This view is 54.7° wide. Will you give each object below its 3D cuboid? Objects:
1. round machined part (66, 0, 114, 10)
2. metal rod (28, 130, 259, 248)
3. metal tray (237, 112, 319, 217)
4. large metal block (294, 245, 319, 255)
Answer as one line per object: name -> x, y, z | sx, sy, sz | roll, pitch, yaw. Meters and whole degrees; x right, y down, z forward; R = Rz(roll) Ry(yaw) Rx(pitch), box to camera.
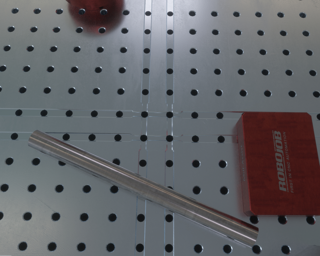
round machined part -> -0.107, -0.225, 0.484 | 0.099, 0.042, 0.098 | 0, 70, 0
metal rod -> -0.027, 0.071, 0.385 | 0.301, 0.025, 0.025 | 23, 72, 8
metal tray -> 0.151, 0.045, 0.394 | 0.091, 0.030, 0.130 | 1, 70, 0
large metal block -> 0.180, 0.173, 0.321 | 0.050, 0.080, 0.080 | -29, 73, -10
